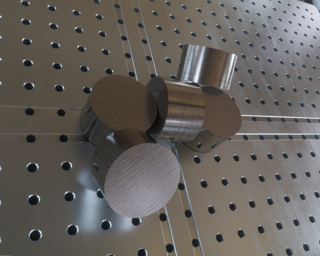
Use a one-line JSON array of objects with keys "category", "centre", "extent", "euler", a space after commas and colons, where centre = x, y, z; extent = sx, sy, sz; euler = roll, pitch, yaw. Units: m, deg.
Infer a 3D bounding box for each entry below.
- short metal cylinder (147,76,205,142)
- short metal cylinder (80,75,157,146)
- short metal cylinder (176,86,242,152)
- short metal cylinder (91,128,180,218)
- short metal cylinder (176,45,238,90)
[{"category": "short metal cylinder", "centre": [0.014, -0.023, 0.396], "extent": [0.050, 0.080, 0.080], "euler": [5, 60, -26]}, {"category": "short metal cylinder", "centre": [-0.051, -0.017, 0.376], "extent": [0.081, 0.050, 0.080], "euler": [14, 56, -21]}, {"category": "short metal cylinder", "centre": [0.067, -0.012, 0.436], "extent": [0.081, 0.050, 0.080], "euler": [14, 56, -21]}, {"category": "short metal cylinder", "centre": [-0.026, 0.046, 0.325], "extent": [0.081, 0.050, 0.079], "euler": [-9, 110, -25]}, {"category": "short metal cylinder", "centre": [0.068, -0.089, 0.457], "extent": [0.081, 0.080, 0.050], "euler": [8, 100, -24]}]
